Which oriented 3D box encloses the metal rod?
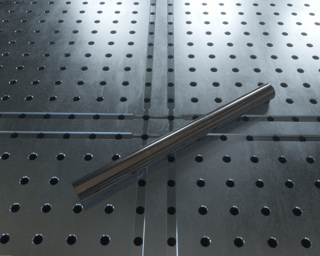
[{"bbox_3d":[0.033,0.009,0.399,0.302,0.025,0.025,-27,55,-21],"label":"metal rod"}]
